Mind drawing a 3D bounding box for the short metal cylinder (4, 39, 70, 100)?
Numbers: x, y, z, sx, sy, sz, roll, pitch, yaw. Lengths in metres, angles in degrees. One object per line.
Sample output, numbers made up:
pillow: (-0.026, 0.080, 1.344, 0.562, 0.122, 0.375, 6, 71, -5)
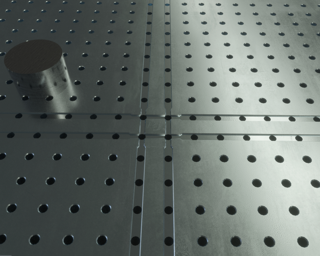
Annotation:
short metal cylinder: (-0.181, -0.088, 0.463, 0.081, 0.050, 0.080, 0, 50, 0)
